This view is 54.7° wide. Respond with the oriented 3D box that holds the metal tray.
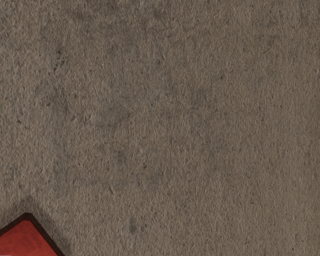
[{"bbox_3d":[-0.177,0.170,0.341,0.131,0.030,0.090,-35,102,-17],"label":"metal tray"}]
